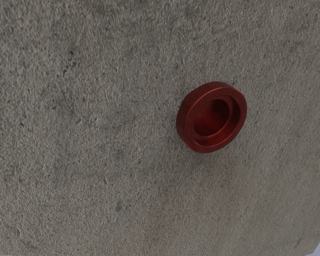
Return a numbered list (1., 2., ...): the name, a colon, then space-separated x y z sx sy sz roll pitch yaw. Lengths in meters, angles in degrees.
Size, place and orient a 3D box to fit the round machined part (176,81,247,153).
1. round machined part: 0.065 -0.018 0.419 0.099 0.042 0.097 -14 124 -21
